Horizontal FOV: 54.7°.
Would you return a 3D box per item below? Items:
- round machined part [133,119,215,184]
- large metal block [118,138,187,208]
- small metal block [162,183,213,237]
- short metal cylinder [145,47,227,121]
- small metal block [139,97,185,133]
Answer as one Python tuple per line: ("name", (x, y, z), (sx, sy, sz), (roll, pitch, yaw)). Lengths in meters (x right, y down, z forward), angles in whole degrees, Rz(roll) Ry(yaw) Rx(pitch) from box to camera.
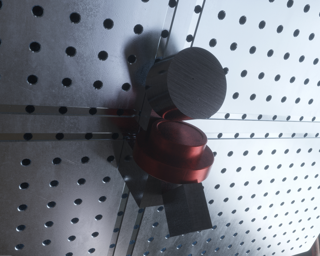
("round machined part", (0.019, 0.022, 0.376), (0.099, 0.098, 0.042), (1, 118, -29))
("large metal block", (-0.001, 0.055, 0.410), (0.081, 0.080, 0.050), (1, 118, -29))
("small metal block", (0.029, 0.094, 0.353), (0.025, 0.050, 0.050), (1, 156, -30))
("short metal cylinder", (0.030, -0.049, 0.361), (0.081, 0.050, 0.080), (1, 88, -29))
("small metal block", (0.005, -0.022, 0.401), (0.050, 0.025, 0.050), (1, 118, -29))
